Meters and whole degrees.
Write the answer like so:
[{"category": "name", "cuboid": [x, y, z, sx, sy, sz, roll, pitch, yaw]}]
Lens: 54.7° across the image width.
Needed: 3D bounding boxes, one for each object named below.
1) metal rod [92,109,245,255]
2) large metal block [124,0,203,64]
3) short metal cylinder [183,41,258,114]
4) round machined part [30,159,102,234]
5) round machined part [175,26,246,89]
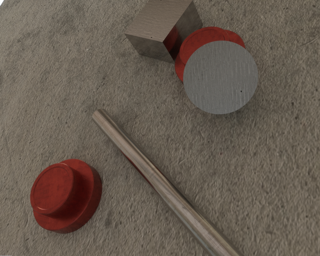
[{"category": "metal rod", "cuboid": [-0.003, 0.061, 0.368, 0.025, 0.025, 0.300, -45, 51, -3]}, {"category": "large metal block", "cuboid": [0.006, -0.153, 0.478, 0.080, 0.050, 0.080, 24, 75, 36]}, {"category": "short metal cylinder", "cuboid": [0.069, -0.060, 0.361, 0.080, 0.050, 0.079, 2, 103, 8]}, {"category": "round machined part", "cuboid": [-0.130, 0.085, 0.409, 0.098, 0.042, 0.098, -13, 56, 21]}, {"category": "round machined part", "cuboid": [0.065, -0.097, 0.419, 0.098, 0.042, 0.098, -13, 56, 21]}]
